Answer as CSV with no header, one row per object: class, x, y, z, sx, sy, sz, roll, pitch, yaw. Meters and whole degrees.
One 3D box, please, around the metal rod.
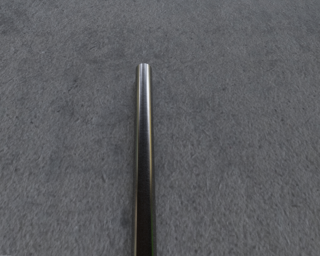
metal rod,-0.020,0.025,0.382,0.025,0.025,0.300,-1,50,-2
